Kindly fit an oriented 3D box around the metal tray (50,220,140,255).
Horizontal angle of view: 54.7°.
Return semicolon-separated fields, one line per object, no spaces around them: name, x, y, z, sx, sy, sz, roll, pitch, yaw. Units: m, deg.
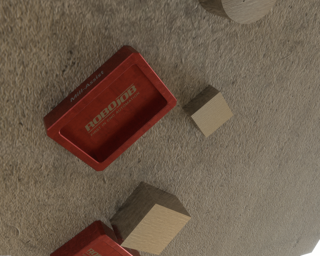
metal tray;-0.093;0.208;0.481;0.090;0.030;0.130;-37;129;-4

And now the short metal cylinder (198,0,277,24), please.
short metal cylinder;0.086;-0.160;0.339;0.081;0.050;0.079;-14;124;-21

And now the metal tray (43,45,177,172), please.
metal tray;-0.055;-0.020;0.361;0.130;0.030;0.090;-42;130;0

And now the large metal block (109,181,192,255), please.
large metal block;-0.014;0.138;0.468;0.080;0.050;0.080;32;100;-38

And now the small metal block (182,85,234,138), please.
small metal block;0.067;-0.023;0.429;0.050;0.025;0.050;-40;130;-1
